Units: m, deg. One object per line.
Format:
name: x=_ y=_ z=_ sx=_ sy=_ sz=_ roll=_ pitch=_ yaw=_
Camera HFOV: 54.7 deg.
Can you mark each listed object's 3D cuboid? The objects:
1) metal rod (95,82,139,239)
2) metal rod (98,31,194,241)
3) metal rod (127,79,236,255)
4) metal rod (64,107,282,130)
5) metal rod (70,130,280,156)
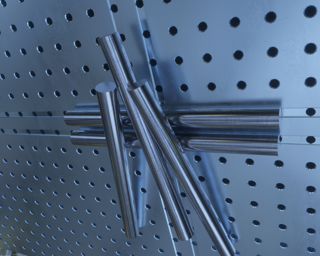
metal rod: x=-0.056 y=0.069 z=0.458 sx=0.025 sy=0.025 sz=0.298 roll=13 pitch=131 yaw=20
metal rod: x=-0.010 y=0.027 z=0.400 sx=0.025 sy=0.025 sz=0.298 roll=-6 pitch=116 yaw=31
metal rod: x=0.039 y=0.071 z=0.409 sx=0.025 sy=0.025 sz=0.299 roll=-11 pitch=120 yaw=32
metal rod: x=-0.003 y=-0.013 z=0.404 sx=0.301 sy=0.025 sz=0.025 roll=1 pitch=119 yaw=27
metal rod: x=0.001 y=0.017 z=0.420 sx=0.301 sy=0.025 sz=0.025 roll=1 pitch=119 yaw=27
